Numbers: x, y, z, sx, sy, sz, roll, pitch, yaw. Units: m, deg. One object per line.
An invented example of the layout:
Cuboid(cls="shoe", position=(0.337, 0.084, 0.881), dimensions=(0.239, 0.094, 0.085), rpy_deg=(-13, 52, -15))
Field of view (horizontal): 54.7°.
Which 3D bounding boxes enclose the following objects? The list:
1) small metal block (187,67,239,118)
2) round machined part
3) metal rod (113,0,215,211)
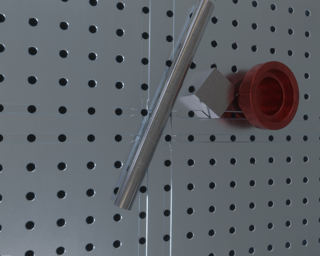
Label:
Cuboid(cls="small metal block", position=(0.076, -0.049, 0.440), dimensions=(0.050, 0.025, 0.050), rpy_deg=(41, 77, -16))
Cuboid(cls="round machined part", position=(0.154, -0.046, 0.455), dimensions=(0.099, 0.042, 0.097), rpy_deg=(-1, 92, -28))
Cuboid(cls="metal rod", position=(0.008, -0.037, 0.415), dimensions=(0.025, 0.025, 0.299), rpy_deg=(25, 82, -18))
